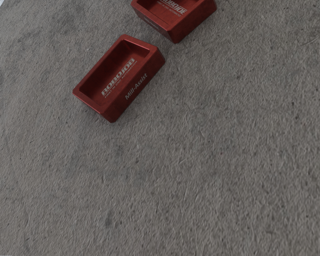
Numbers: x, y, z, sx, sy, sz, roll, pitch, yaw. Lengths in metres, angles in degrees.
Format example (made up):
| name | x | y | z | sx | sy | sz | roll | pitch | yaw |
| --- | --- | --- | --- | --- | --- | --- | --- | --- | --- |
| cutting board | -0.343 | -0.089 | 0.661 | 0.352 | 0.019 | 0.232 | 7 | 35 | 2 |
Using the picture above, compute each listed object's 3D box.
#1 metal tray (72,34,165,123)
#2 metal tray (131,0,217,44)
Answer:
| name | x | y | z | sx | sy | sz | roll | pitch | yaw |
| --- | --- | --- | --- | --- | --- | --- | --- | --- | --- |
| metal tray | -0.065 | -0.081 | 0.484 | 0.090 | 0.030 | 0.130 | 33 | 80 | 38 |
| metal tray | 0.019 | -0.204 | 0.515 | 0.090 | 0.030 | 0.130 | -41 | 51 | 0 |
